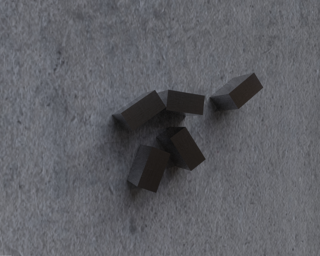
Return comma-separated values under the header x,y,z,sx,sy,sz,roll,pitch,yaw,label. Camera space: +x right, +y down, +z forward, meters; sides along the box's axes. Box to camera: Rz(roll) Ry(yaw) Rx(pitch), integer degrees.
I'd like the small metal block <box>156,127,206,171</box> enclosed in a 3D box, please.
x,y,z,sx,sy,sz,roll,pitch,yaw,label
0.026,0.026,0.407,0.025,0.050,0.050,-36,102,-17,small metal block

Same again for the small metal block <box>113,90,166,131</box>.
x,y,z,sx,sy,sz,roll,pitch,yaw,label
-0.027,-0.021,0.387,0.050,0.050,0.025,-36,102,-16,small metal block

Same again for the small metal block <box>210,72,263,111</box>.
x,y,z,sx,sy,sz,roll,pitch,yaw,label
0.107,-0.050,0.437,0.050,0.050,0.025,-39,103,-16,small metal block

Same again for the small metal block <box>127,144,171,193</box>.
x,y,z,sx,sy,sz,roll,pitch,yaw,label
-0.015,0.050,0.391,0.025,0.050,0.050,23,82,-19,small metal block

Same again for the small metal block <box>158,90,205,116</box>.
x,y,z,sx,sy,sz,roll,pitch,yaw,label
0.023,-0.031,0.405,0.050,0.050,0.025,7,88,-21,small metal block
